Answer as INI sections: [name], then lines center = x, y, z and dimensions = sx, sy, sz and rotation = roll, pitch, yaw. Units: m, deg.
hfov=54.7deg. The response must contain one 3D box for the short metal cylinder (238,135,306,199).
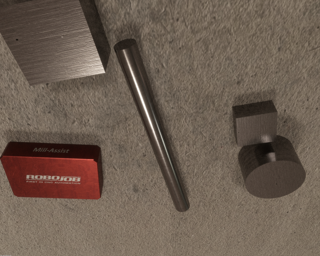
[short metal cylinder]
center = 0.157, 0.056, 0.441
dimensions = 0.081, 0.050, 0.079
rotation = 0, 130, 0

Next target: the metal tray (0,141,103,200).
[metal tray]
center = -0.153, 0.065, 0.457
dimensions = 0.131, 0.030, 0.089
rotation = 3, 130, -3

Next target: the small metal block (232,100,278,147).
[small metal block]
center = 0.123, -0.005, 0.405
dimensions = 0.050, 0.025, 0.050
rotation = -9, 130, 7

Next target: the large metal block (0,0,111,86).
[large metal block]
center = -0.102, -0.095, 0.308
dimensions = 0.080, 0.050, 0.080
rotation = -9, 130, 7

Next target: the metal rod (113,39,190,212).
[metal rod]
center = 0.000, 0.020, 0.424
dimensions = 0.025, 0.025, 0.299
rotation = -12, 130, 9
